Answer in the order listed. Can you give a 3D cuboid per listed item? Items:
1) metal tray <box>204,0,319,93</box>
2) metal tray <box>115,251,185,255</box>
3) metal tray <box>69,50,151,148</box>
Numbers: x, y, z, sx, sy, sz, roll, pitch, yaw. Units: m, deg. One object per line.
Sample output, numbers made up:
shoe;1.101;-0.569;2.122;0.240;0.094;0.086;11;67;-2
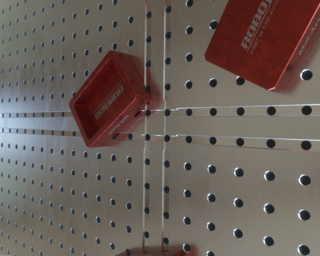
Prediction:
metal tray;0.111;-0.112;0.313;0.090;0.030;0.129;36;112;34
metal tray;-0.017;0.218;0.417;0.130;0.030;0.090;-21;77;37
metal tray;-0.081;-0.041;0.470;0.129;0.030;0.090;-42;65;31
